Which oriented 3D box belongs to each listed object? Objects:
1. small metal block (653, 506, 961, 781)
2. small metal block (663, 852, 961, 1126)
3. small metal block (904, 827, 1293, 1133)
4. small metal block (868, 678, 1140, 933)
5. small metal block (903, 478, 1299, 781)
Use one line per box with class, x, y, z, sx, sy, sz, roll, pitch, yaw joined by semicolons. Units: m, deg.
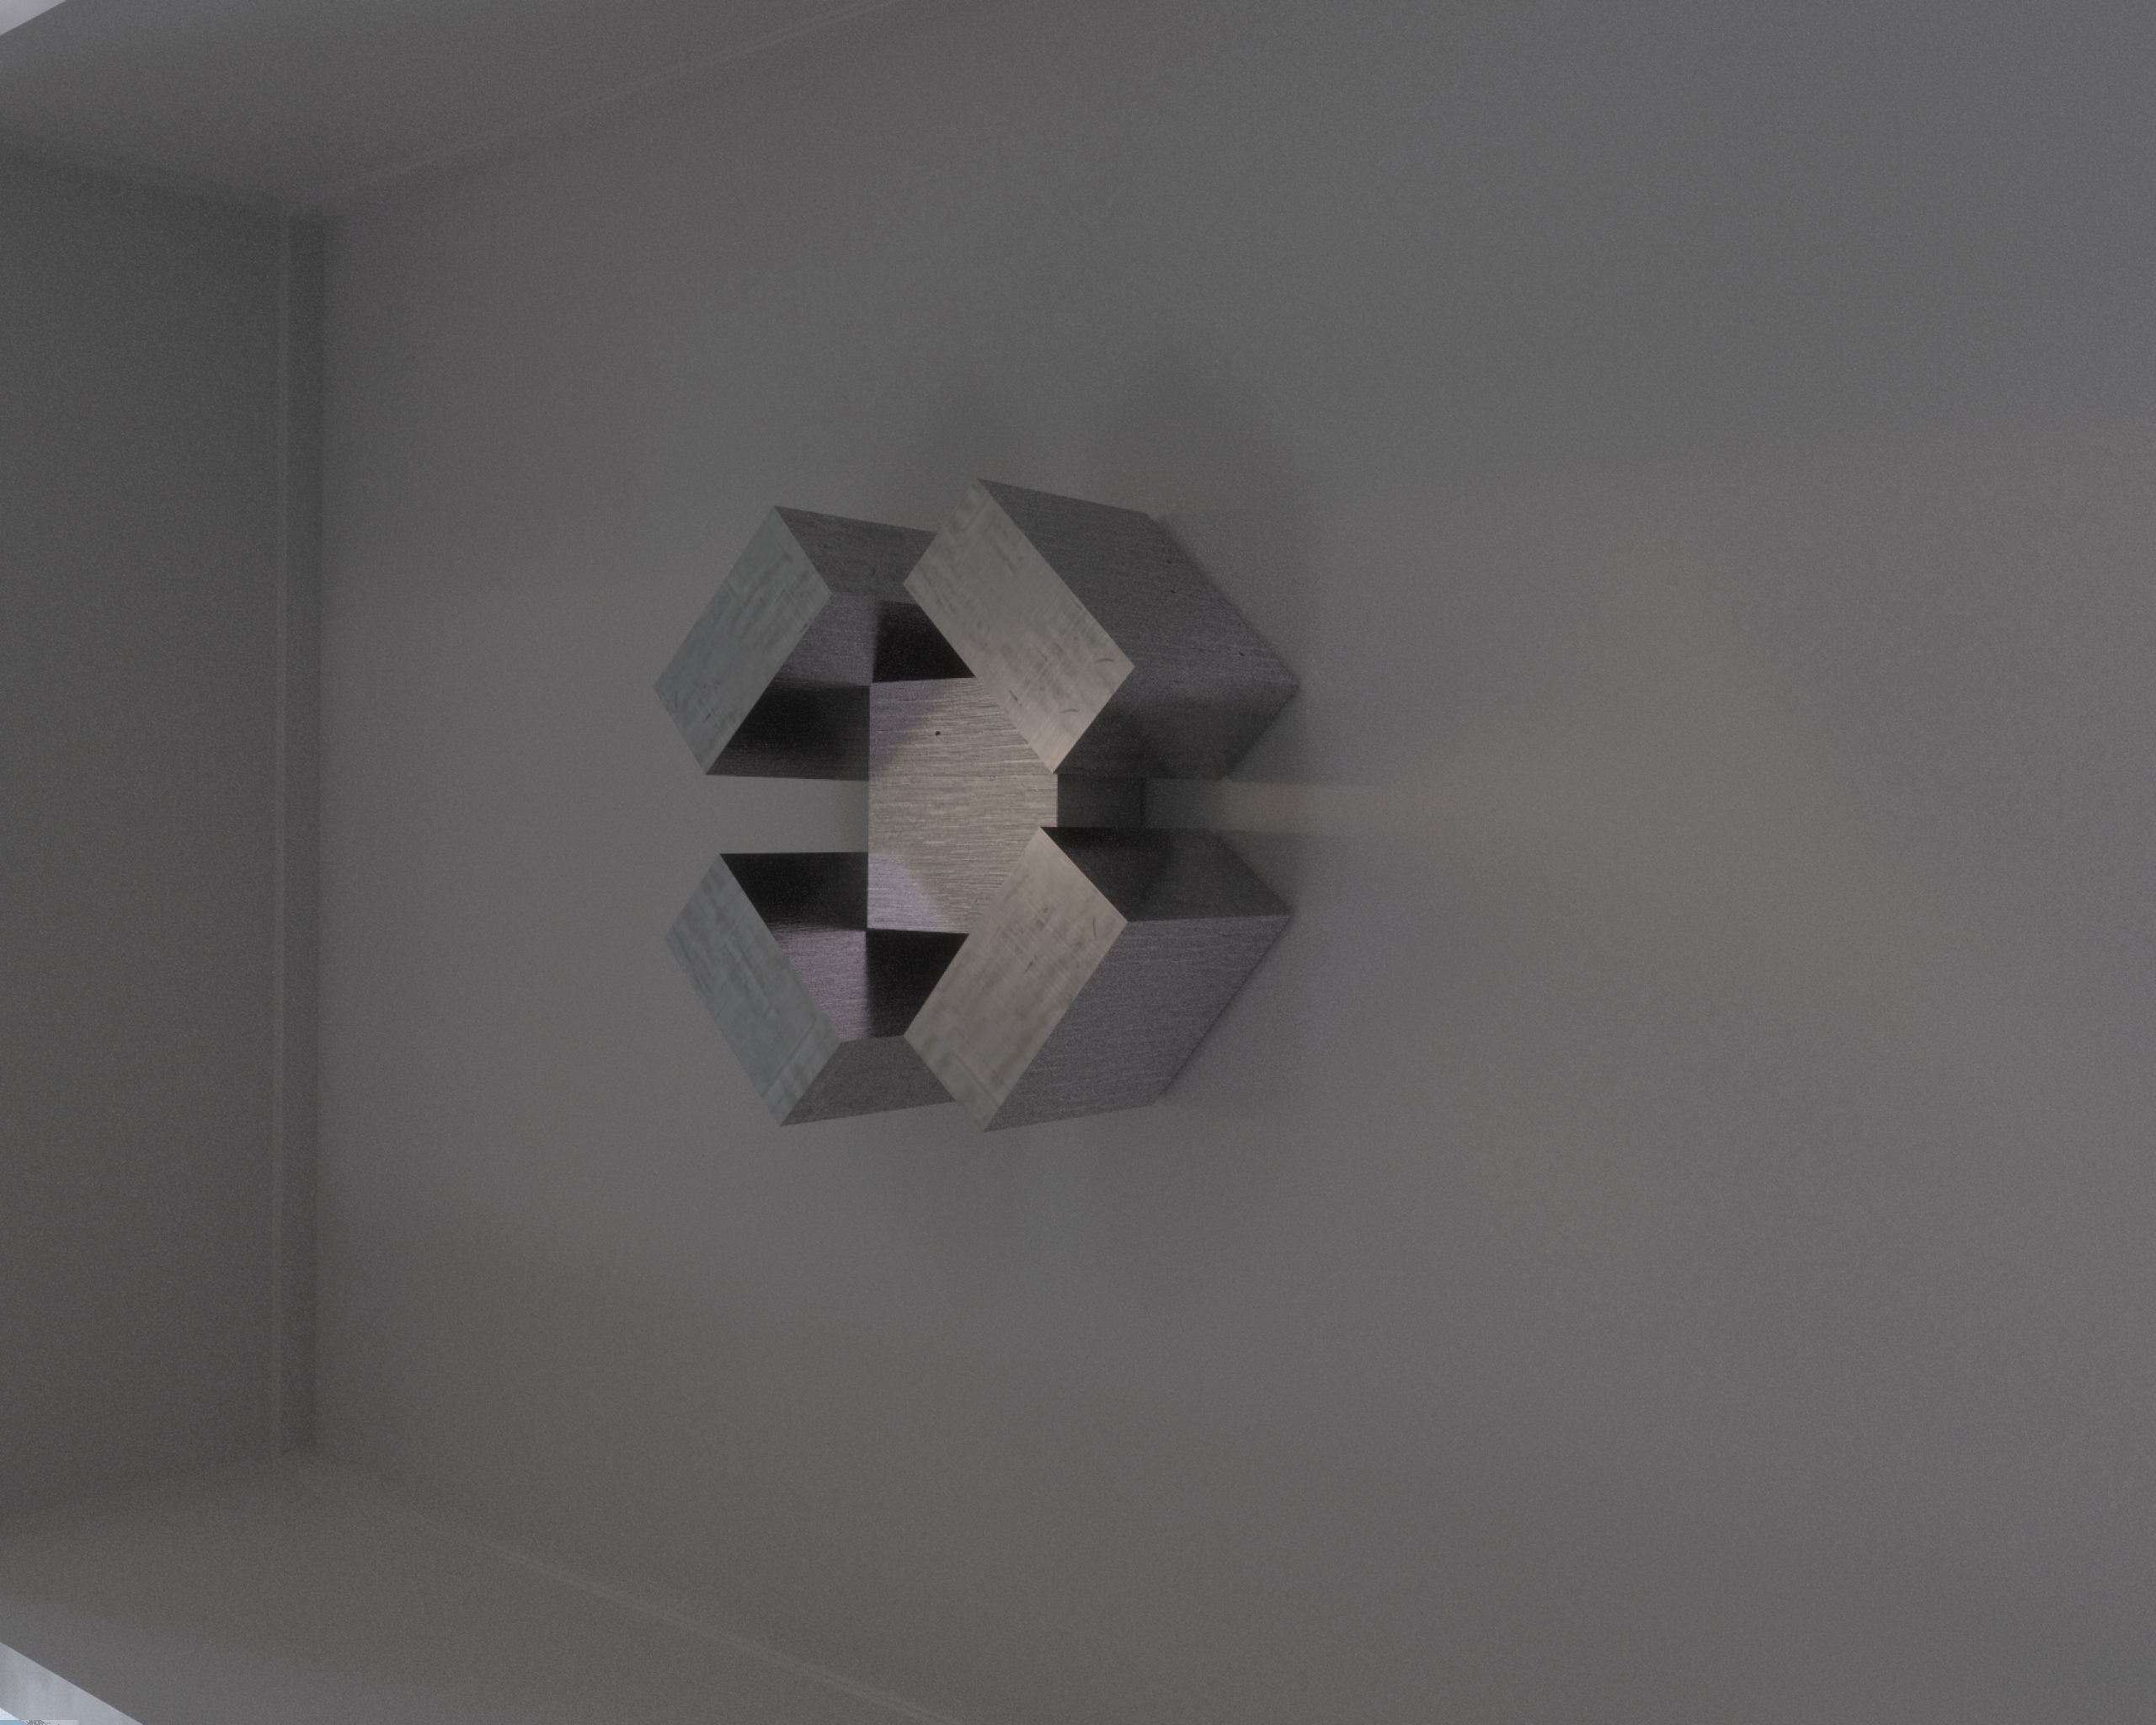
small metal block;-0.050;-0.043;0.429;0.050;0.050;0.025;-50;60;29
small metal block;-0.048;0.024;0.428;0.050;0.050;0.025;53;122;27
small metal block;0.004;0.021;0.384;0.025;0.050;0.050;47;117;28
small metal block;-0.015;-0.011;0.417;0.050;0.025;0.050;1;91;40
small metal block;0.005;-0.042;0.384;0.025;0.050;0.050;-52;61;27
